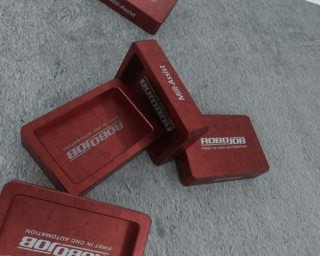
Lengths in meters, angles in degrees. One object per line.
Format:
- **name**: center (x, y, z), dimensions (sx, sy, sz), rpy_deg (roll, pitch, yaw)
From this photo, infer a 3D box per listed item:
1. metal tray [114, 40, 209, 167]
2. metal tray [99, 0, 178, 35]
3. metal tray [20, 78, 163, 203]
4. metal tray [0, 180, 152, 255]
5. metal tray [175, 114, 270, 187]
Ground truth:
- **metal tray**: center (-0.006, -0.029, 0.376), dimensions (0.030, 0.090, 0.130), rpy_deg (-19, 72, -35)
- **metal tray**: center (-0.043, -0.221, 0.512), dimensions (0.130, 0.030, 0.090), rpy_deg (32, 52, -8)
- **metal tray**: center (-0.072, 0.009, 0.348), dimensions (0.131, 0.030, 0.090), rpy_deg (-36, 82, -33)
- **metal tray**: center (-0.082, 0.105, 0.272), dimensions (0.131, 0.030, 0.090), rpy_deg (19, 75, -17)
- **metal tray**: center (0.080, 0.027, 0.426), dimensions (0.131, 0.030, 0.090), rpy_deg (-1, 62, -29)
